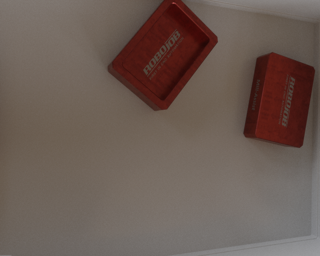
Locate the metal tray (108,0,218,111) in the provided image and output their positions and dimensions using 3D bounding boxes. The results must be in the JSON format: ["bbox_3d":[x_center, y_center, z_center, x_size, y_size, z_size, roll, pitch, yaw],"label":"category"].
[{"bbox_3d":[0.006,-0.098,0.410,0.090,0.030,0.130,40,77,-16],"label":"metal tray"}]

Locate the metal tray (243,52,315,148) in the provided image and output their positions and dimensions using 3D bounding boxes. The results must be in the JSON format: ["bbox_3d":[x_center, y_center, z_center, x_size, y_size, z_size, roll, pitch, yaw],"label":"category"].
[{"bbox_3d":[0.185,-0.041,0.478,0.091,0.030,0.129,13,86,-20],"label":"metal tray"}]
